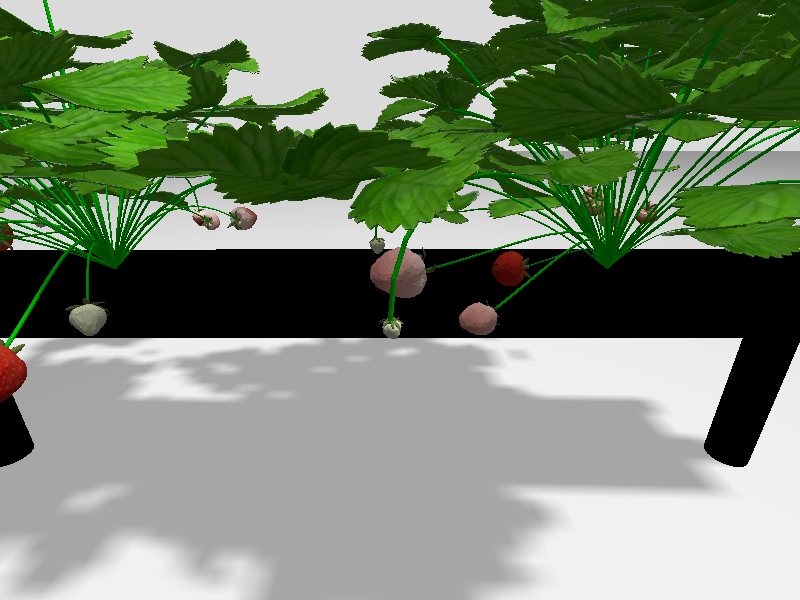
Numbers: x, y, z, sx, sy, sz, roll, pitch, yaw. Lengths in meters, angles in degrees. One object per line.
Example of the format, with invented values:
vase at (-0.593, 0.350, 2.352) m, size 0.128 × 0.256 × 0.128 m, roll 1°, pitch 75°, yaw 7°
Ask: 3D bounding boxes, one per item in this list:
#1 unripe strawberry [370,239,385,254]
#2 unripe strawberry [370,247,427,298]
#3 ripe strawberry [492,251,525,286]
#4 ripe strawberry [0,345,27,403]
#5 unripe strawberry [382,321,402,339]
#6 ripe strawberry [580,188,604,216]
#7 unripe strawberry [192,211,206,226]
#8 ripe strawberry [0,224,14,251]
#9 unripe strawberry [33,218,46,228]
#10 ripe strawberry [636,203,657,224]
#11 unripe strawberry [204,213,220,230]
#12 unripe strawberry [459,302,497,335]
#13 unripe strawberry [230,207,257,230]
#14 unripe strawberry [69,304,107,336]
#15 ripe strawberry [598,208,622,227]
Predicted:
unripe strawberry at (-0.022, -0.053, 0.392) m, size 0.015 × 0.015 × 0.014 m, roll 3°, pitch 22°, yaw 8°
unripe strawberry at (-0.003, -0.019, 0.292) m, size 0.038 × 0.038 × 0.042 m, roll -9°, pitch 24°, yaw -19°
ripe strawberry at (0.085, -0.025, 0.319) m, size 0.026 × 0.028 × 0.024 m, roll -10°, pitch 24°, yaw -22°
ripe strawberry at (-0.184, 0.035, 0.174) m, size 0.028 × 0.030 × 0.030 m, roll -8°, pitch 24°, yaw -19°
unripe strawberry at (-0.004, 0.015, 0.203) m, size 0.010 × 0.010 × 0.011 m, roll -18°, pitch 28°, yaw -37°
ripe strawberry at (0.294, -0.147, 0.607) m, size 0.040 × 0.042 × 0.043 m, roll 8°, pitch 0°, yaw 20°
unripe strawberry at (-0.274, -0.112, 0.549) m, size 0.018 × 0.019 × 0.018 m, roll -2°, pitch 22°, yaw -4°
ripe strawberry at (-0.418, -0.064, 0.405) m, size 0.039 × 0.033 × 0.039 m, roll 6°, pitch 23°, yaw 16°
unripe strawberry at (-0.450, -0.097, 0.502) m, size 0.012 × 0.012 × 0.013 m, roll 17°, pitch 28°, yaw 35°
ripe strawberry at (0.333, -0.115, 0.541) m, size 0.025 × 0.029 × 0.027 m, roll 16°, pitch -15°, yaw 33°
unripe strawberry at (-0.240, -0.100, 0.512) m, size 0.019 × 0.022 × 0.021 m, roll 3°, pitch 9°, yaw 7°
unripe strawberry at (0.046, 0.012, 0.238) m, size 0.020 × 0.020 × 0.023 m, roll -20°, pitch 30°, yaw -39°
unripe strawberry at (-0.199, -0.105, 0.512) m, size 0.032 × 0.029 × 0.029 m, roll 8°, pitch 23°, yaw 19°
unripe strawberry at (-0.188, 0.013, 0.242) m, size 0.018 × 0.020 × 0.019 m, roll -12°, pitch -35°, yaw -27°
ripe strawberry at (0.277, -0.108, 0.525) m, size 0.029 × 0.025 × 0.029 m, roll 11°, pitch 24°, yaw 24°
